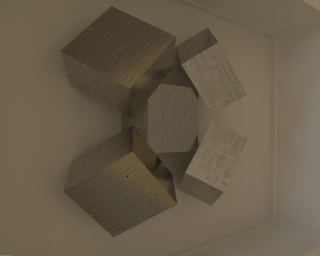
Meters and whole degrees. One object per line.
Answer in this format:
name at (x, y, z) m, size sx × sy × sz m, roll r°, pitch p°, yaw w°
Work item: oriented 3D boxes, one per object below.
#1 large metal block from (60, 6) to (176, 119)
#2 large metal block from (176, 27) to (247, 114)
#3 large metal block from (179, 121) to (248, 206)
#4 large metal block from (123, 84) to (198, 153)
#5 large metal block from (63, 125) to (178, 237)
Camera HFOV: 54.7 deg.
large metal block at (-0.040, -0.070, 0.324) m, size 0.080 × 0.080 × 0.050 m, roll -53°, pitch 165°, yaw -27°
large metal block at (0.067, -0.079, 0.417) m, size 0.080 × 0.050 × 0.080 m, roll 54°, pitch 16°, yaw -26°
large metal block at (0.070, 0.050, 0.419) m, size 0.080 × 0.050 × 0.080 m, roll -59°, pitch 169°, yaw -24°
large metal block at (0.001, -0.011, 0.388) m, size 0.081 × 0.050 × 0.080 m, roll 1°, pitch 90°, yaw -40°
large metal block at (-0.039, 0.057, 0.329) m, size 0.080 × 0.050 × 0.080 m, roll -30°, pitch 118°, yaw 12°
